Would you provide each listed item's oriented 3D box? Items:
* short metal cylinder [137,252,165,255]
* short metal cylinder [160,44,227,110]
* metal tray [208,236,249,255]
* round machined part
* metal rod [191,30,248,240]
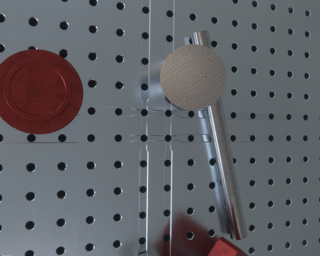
[{"bbox_3d":[-0.008,0.208,0.397,0.081,0.050,0.080,0,90,-20],"label":"short metal cylinder"},{"bbox_3d":[0.041,-0.063,0.400,0.080,0.050,0.079,0,95,2],"label":"short metal cylinder"},{"bbox_3d":[0.089,0.207,0.411,0.090,0.030,0.130,-54,136,-12],"label":"metal tray"},{"bbox_3d":[-0.138,-0.041,0.353,0.099,0.042,0.097,0,90,-20],"label":"round machined part"},{"bbox_3d":[0.086,0.013,0.443,0.025,0.025,0.298,-13,95,-20],"label":"metal rod"}]
